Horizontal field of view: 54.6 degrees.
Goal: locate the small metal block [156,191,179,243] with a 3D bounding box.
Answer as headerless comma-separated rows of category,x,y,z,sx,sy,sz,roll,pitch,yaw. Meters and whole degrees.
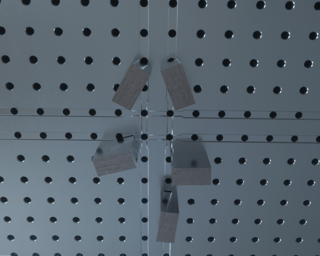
small metal block,0.010,0.128,0.447,0.025,0.050,0.050,7,110,-2

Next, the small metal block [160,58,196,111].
small metal block,0.021,-0.055,0.380,0.025,0.050,0.050,-20,109,7

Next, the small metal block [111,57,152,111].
small metal block,-0.033,-0.055,0.379,0.025,0.050,0.050,28,108,-10

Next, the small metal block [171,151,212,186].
small metal block,0.040,0.054,0.420,0.050,0.050,0.025,-1,110,0

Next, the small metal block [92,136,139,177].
small metal block,-0.058,0.037,0.413,0.050,0.050,0.025,-13,110,5
